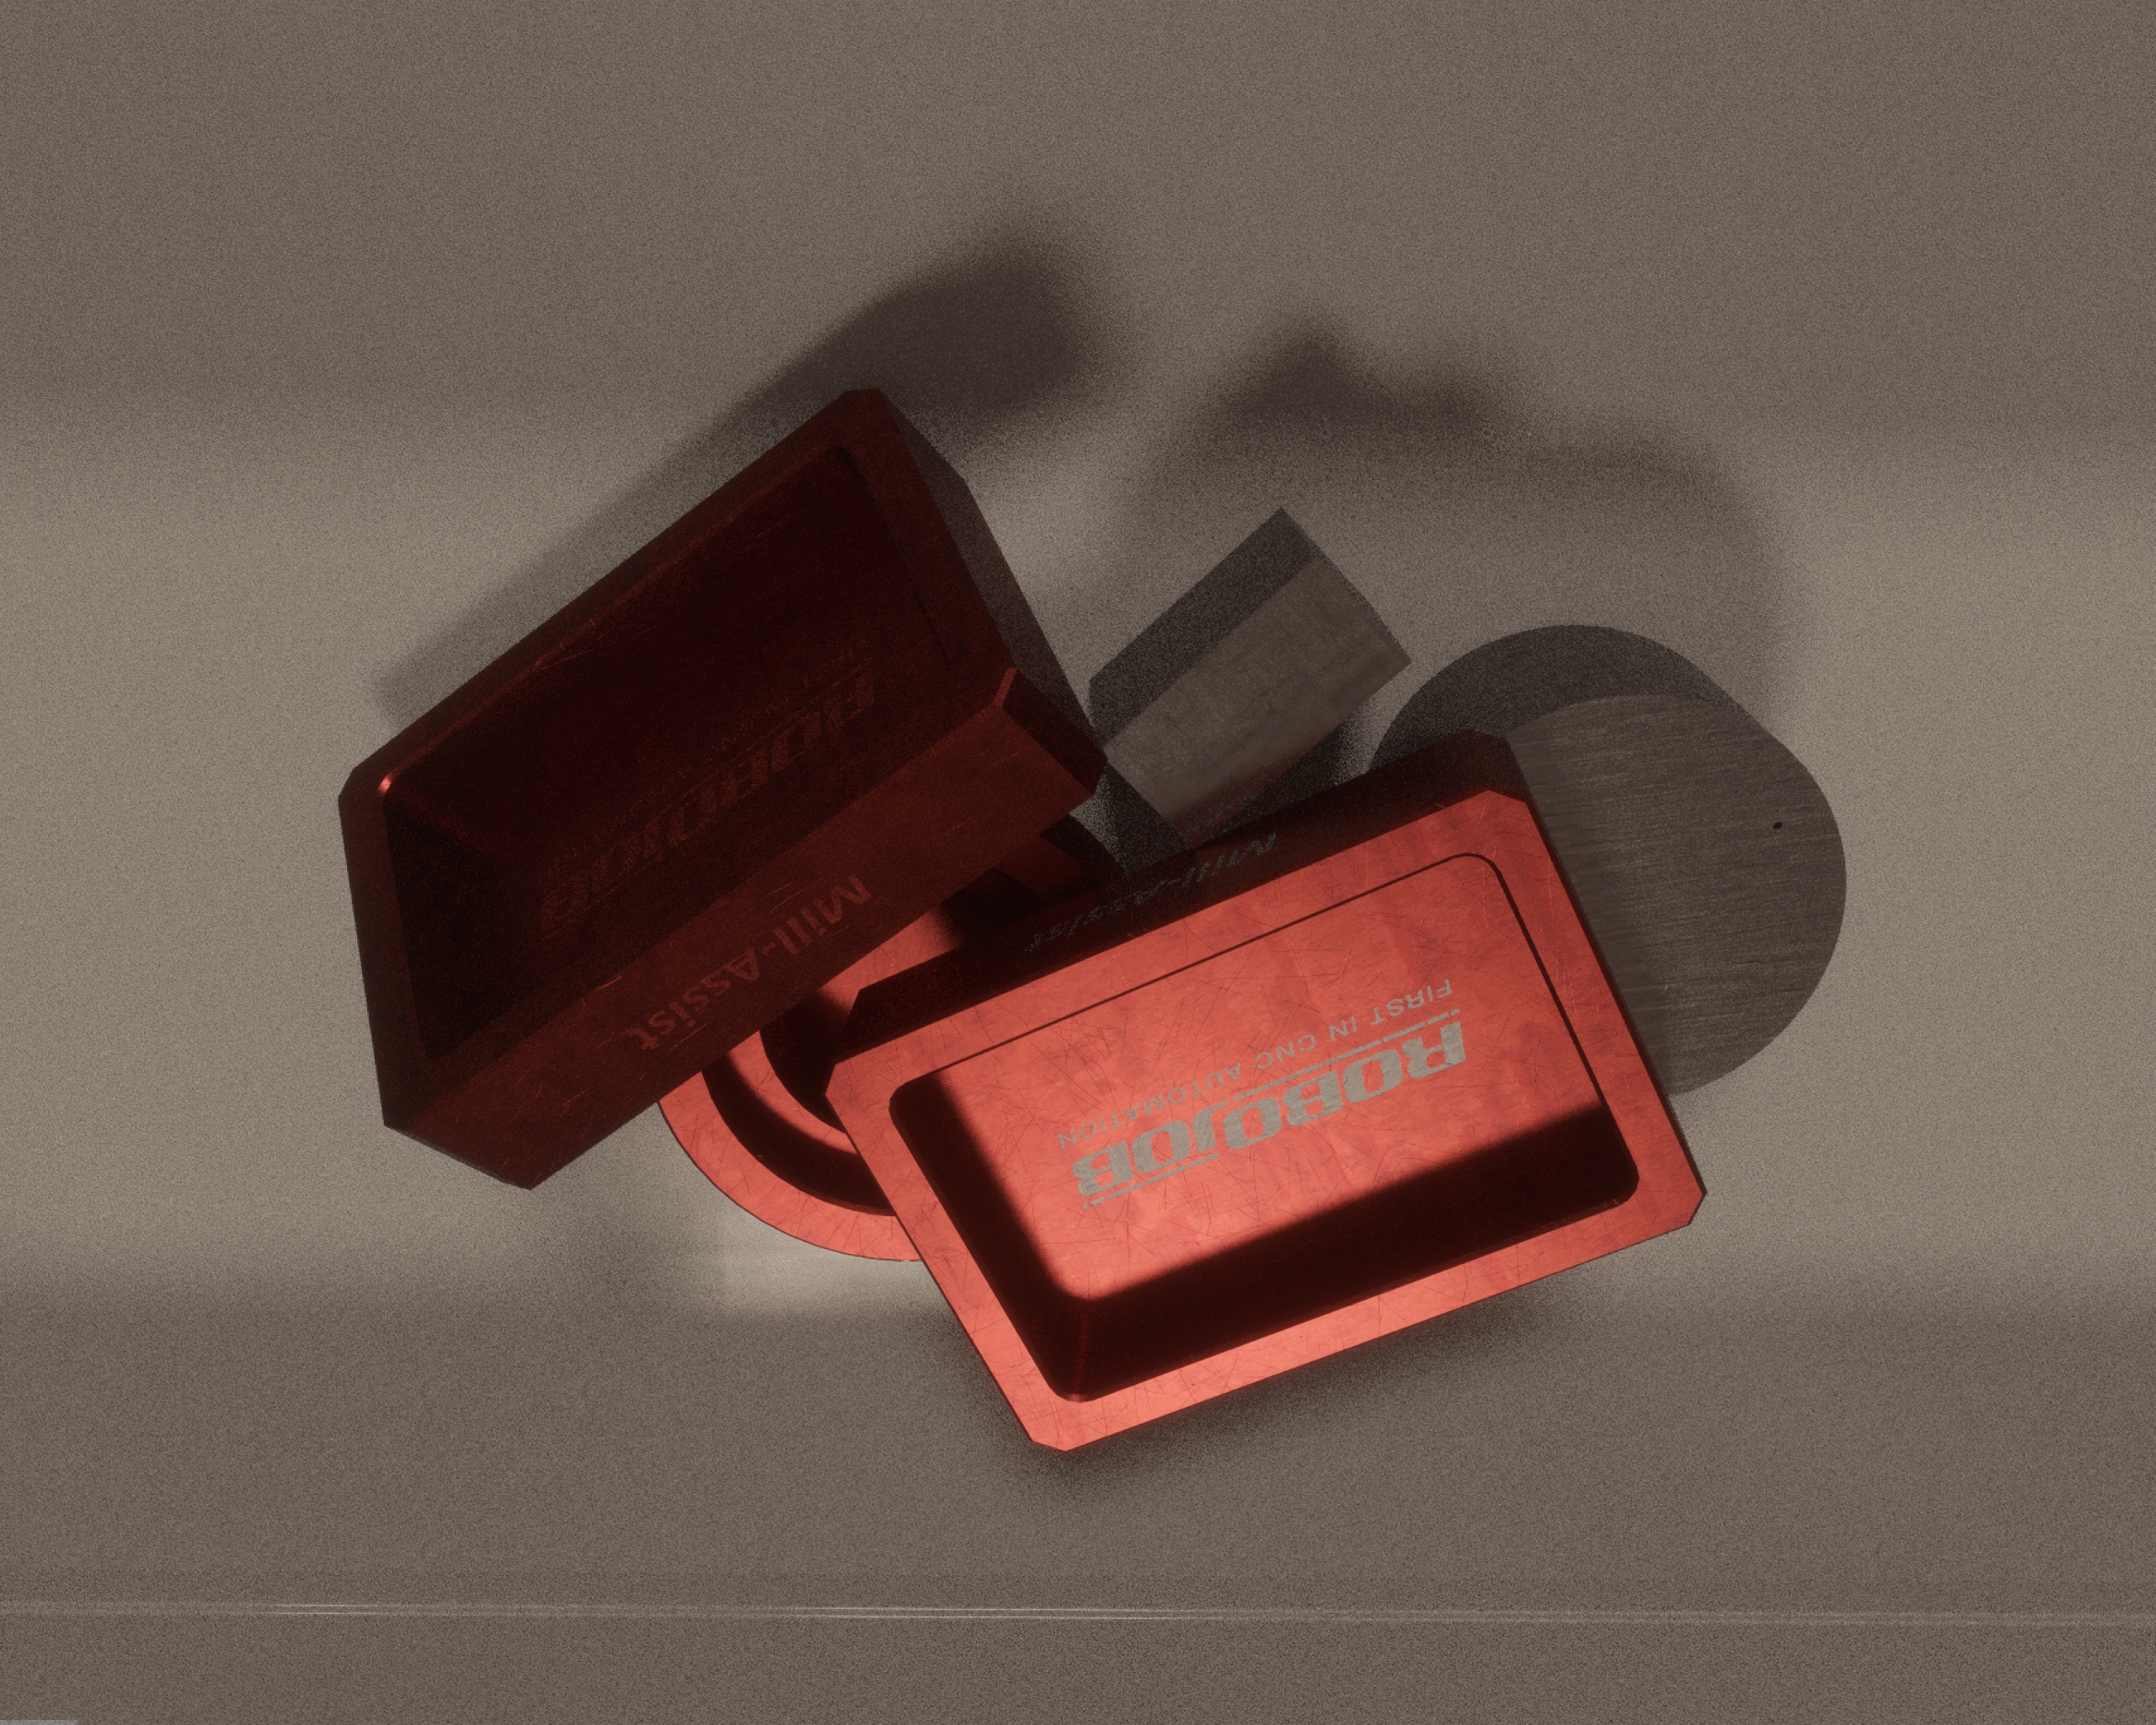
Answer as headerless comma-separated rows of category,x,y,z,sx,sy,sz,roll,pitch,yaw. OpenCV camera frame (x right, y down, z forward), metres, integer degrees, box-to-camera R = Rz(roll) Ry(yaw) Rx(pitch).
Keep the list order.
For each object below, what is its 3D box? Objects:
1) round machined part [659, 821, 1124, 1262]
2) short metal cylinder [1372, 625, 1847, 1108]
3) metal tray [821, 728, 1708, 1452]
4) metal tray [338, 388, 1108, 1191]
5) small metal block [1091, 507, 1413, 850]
round machined part,-0.033,0.026,0.411,0.099,0.042,0.097,0,110,-1
short metal cylinder,0.097,0.000,0.397,0.081,0.050,0.079,0,110,-1
metal tray,0.033,0.043,0.372,0.130,0.030,0.090,-24,108,12
metal tray,-0.068,-0.014,0.367,0.130,0.090,0.030,-35,138,11
small metal block,0.030,-0.035,0.383,0.050,0.050,0.025,-41,105,12
